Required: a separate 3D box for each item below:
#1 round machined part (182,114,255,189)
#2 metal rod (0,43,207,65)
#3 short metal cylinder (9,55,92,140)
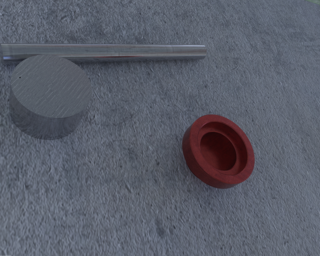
[{"bbox_3d":[0.072,0.034,0.411,0.099,0.042,0.098,14,56,-21],"label":"round machined part"},{"bbox_3d":[-0.056,-0.106,0.437,0.303,0.025,0.025,-9,67,-32],"label":"metal rod"},{"bbox_3d":[-0.122,-0.033,0.343,0.081,0.050,0.080,14,56,-21],"label":"short metal cylinder"}]
